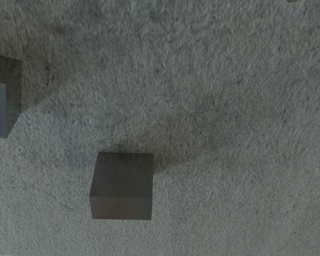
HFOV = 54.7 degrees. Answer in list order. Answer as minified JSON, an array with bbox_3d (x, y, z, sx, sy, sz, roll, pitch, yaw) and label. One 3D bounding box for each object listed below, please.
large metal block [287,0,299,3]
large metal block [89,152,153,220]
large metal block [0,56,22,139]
[{"bbox_3d":[0.110,-0.157,0.239,0.050,0.080,0.080,-15,129,12],"label":"large metal block"},{"bbox_3d":[-0.051,0.081,0.440,0.081,0.080,0.050,2,130,-2],"label":"large metal block"},{"bbox_3d":[-0.209,-0.041,0.353,0.081,0.050,0.079,13,129,-11],"label":"large metal block"}]
